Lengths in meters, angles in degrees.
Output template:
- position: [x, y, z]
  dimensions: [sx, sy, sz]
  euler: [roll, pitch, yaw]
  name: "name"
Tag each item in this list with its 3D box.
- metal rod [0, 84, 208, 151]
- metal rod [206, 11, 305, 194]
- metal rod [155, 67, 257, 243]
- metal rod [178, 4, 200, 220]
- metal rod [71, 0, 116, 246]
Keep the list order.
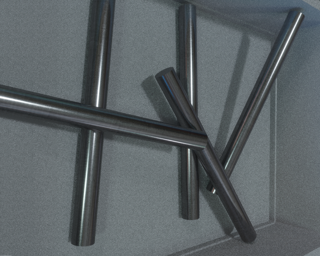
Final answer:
- position: [-0.076, -0.012, 0.312]
  dimensions: [0.302, 0.025, 0.025]
  euler: [12, 82, -30]
  name: "metal rod"
- position: [0.146, -0.037, 0.475]
  dimensions: [0.025, 0.025, 0.299]
  euler: [24, 91, -38]
  name: "metal rod"
- position: [0.073, 0.052, 0.433]
  dimensions: [0.025, 0.025, 0.299]
  euler: [-44, 117, -31]
  name: "metal rod"
- position: [0.041, -0.021, 0.440]
  dimensions: [0.025, 0.025, 0.298]
  euler: [-2, 91, -40]
  name: "metal rod"
- position: [-0.072, -0.024, 0.345]
  dimensions: [0.025, 0.025, 0.298]
  euler: [7, 86, -40]
  name: "metal rod"
